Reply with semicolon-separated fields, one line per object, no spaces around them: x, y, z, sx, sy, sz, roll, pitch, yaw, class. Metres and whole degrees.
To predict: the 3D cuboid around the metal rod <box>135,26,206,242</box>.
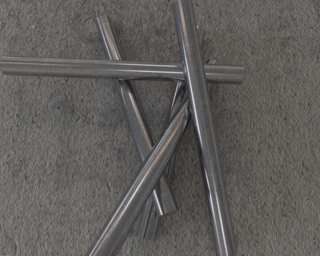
0.019;-0.007;0.410;0.025;0.025;0.299;13;70;5;metal rod

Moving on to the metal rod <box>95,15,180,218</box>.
-0.038;-0.032;0.404;0.025;0.025;0.299;-17;65;-6;metal rod

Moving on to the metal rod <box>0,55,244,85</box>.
-0.047;-0.074;0.395;0.302;0.025;0.025;2;70;1;metal rod

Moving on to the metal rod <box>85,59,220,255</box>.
0.009;0.017;0.357;0.025;0.025;0.301;26;55;9;metal rod

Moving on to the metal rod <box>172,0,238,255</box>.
0.052;-0.002;0.364;0.025;0.025;0.298;-10;87;-4;metal rod
